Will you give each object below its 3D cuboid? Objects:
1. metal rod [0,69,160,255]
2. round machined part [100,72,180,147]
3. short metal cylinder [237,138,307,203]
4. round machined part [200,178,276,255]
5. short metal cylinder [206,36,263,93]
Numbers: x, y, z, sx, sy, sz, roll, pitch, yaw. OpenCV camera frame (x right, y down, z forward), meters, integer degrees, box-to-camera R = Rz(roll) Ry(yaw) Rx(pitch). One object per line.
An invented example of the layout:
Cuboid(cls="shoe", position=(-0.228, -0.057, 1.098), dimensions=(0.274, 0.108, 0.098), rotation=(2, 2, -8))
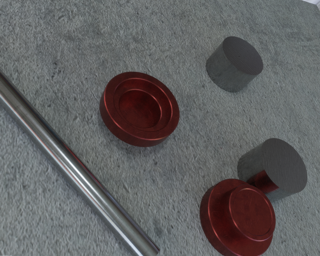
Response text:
Cuboid(cls="metal rod", position=(-0.111, 0.024, 0.330), dimensions=(0.300, 0.025, 0.025), rotation=(47, 51, 4))
Cuboid(cls="round machined part", position=(-0.028, -0.020, 0.391), dimensions=(0.099, 0.042, 0.098), rotation=(14, 56, -21))
Cuboid(cls="short metal cylinder", position=(0.158, 0.061, 0.438), dimensions=(0.081, 0.050, 0.080), rotation=(14, 56, -21))
Cuboid(cls="round machined part", position=(0.103, 0.109, 0.384), dimensions=(0.099, 0.042, 0.098), rotation=(14, 56, -21))
Cuboid(cls="short metal cylinder", position=(0.125, -0.107, 0.523), dimensions=(0.081, 0.050, 0.080), rotation=(14, 56, -21))
